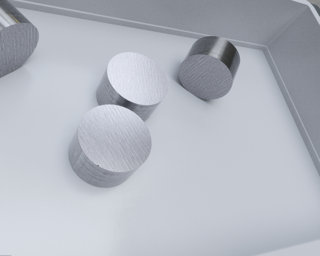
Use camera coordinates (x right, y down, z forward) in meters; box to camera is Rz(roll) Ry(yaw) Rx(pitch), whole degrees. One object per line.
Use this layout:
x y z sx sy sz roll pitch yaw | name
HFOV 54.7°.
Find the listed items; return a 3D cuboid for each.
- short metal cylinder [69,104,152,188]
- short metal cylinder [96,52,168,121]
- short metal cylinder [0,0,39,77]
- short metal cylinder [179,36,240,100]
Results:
-0.056 0.021 0.346 0.081 0.050 0.080 14 56 -21 | short metal cylinder
-0.036 -0.050 0.401 0.081 0.050 0.080 14 56 -21 | short metal cylinder
-0.181 -0.098 0.333 0.050 0.080 0.080 44 51 2 | short metal cylinder
0.075 -0.089 0.465 0.080 0.080 0.050 33 51 -7 | short metal cylinder
